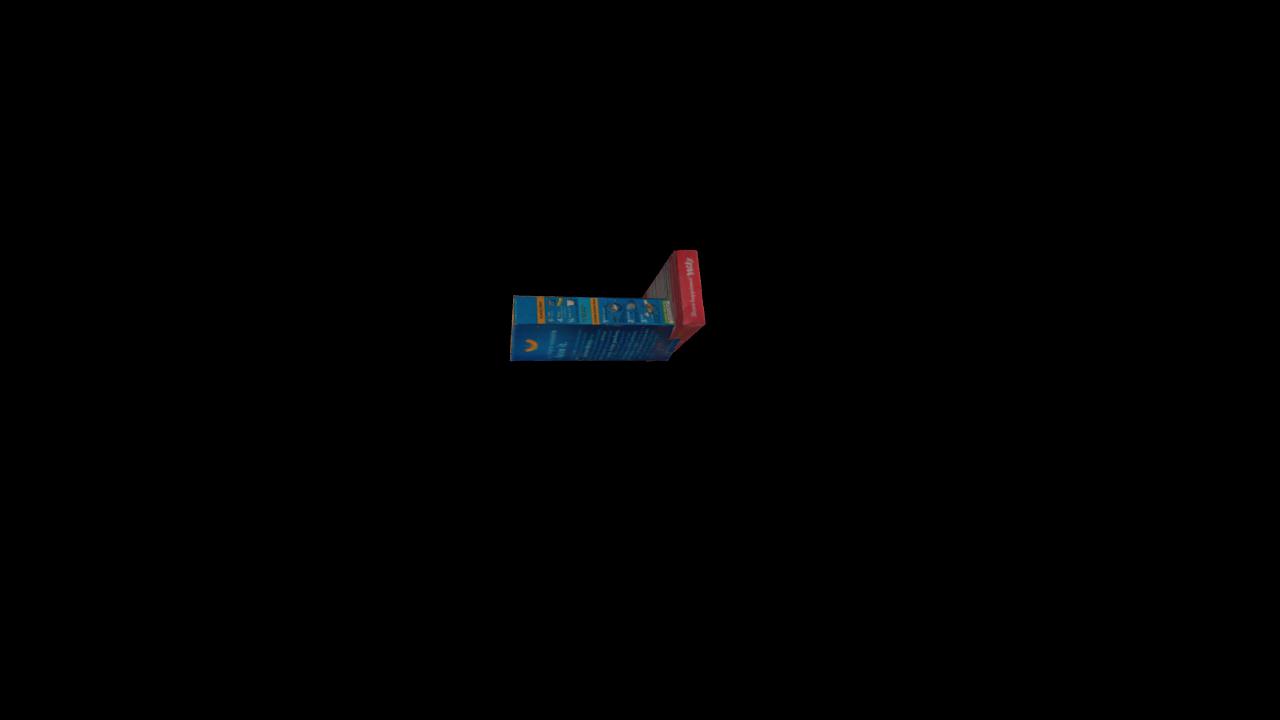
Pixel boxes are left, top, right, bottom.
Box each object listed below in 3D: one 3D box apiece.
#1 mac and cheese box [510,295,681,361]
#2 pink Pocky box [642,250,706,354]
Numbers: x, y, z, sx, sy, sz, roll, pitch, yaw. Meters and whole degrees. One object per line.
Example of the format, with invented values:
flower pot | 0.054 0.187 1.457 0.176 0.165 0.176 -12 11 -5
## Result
mac and cheese box | -0.047 -0.032 0.674 0.184 0.041 0.093 0 -24 -14
pink Pocky box | 0.034 -0.057 0.702 0.029 0.084 0.155 -2 -14 -14
